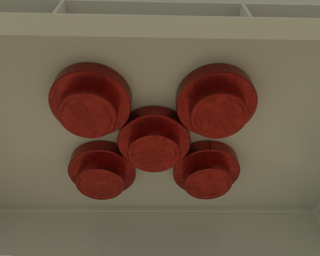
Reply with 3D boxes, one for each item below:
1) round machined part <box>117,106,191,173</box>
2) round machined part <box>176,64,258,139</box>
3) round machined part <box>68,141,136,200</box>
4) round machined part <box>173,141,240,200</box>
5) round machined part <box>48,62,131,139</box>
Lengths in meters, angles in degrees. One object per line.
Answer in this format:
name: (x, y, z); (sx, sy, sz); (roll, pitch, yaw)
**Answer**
round machined part: (-0.008, 0.022, 0.414); (0.099, 0.042, 0.097); (-1, 130, 0)
round machined part: (0.069, -0.025, 0.376); (0.099, 0.042, 0.097); (-1, 130, 0)
round machined part: (-0.085, 0.068, 0.453); (0.099, 0.042, 0.097); (-1, 130, 0)
round machined part: (0.069, 0.068, 0.455); (0.099, 0.042, 0.097); (-1, 130, 0)
round machined part: (-0.084, -0.026, 0.373); (0.099, 0.042, 0.097); (-1, 130, 0)
